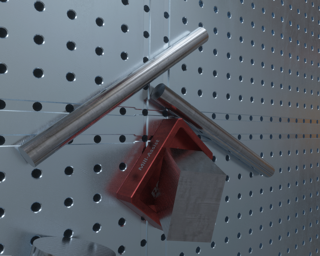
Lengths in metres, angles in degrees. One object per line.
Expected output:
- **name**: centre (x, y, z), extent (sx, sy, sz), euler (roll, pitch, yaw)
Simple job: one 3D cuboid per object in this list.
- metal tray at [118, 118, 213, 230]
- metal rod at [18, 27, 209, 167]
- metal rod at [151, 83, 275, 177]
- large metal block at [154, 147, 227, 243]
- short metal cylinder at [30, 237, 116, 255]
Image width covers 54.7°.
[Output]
- **metal tray**: centre (0.013, 0.062, 0.418), extent (0.090, 0.030, 0.130), euler (47, 62, -30)
- **metal rod**: centre (-0.034, -0.055, 0.382), extent (0.302, 0.025, 0.025), euler (-41, 115, -32)
- **metal rod**: centre (0.101, 0.017, 0.496), extent (0.301, 0.025, 0.025), euler (32, 70, -36)
- **large metal block**: centre (0.031, 0.075, 0.364), extent (0.050, 0.080, 0.079), euler (8, 102, -13)
- **short metal cylinder**: centre (-0.088, 0.142, 0.301), extent (0.080, 0.080, 0.050), euler (20, 78, -39)
